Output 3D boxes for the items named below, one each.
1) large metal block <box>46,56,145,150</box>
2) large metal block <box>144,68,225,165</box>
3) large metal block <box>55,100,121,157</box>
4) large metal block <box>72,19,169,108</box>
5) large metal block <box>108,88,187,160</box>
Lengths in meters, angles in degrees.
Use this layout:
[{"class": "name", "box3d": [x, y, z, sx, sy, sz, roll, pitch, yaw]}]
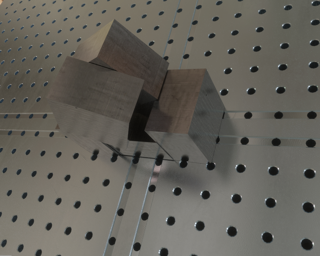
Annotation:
[{"class": "large metal block", "box3d": [-0.066, -0.023, 0.334, 0.080, 0.080, 0.050, 17, 67, -1]}, {"class": "large metal block", "box3d": [0.033, -0.012, 0.361, 0.050, 0.080, 0.080, 4, 64, 30]}, {"class": "large metal block", "box3d": [-0.083, -0.014, 0.424, 0.050, 0.080, 0.080, 2, 63, 29]}, {"class": "large metal block", "box3d": [-0.051, -0.066, 0.357, 0.080, 0.080, 0.050, -12, 53, 48]}, {"class": "large metal block", "box3d": [-0.018, -0.008, 0.403, 0.080, 0.050, 0.080, 3, 63, 29]}]
